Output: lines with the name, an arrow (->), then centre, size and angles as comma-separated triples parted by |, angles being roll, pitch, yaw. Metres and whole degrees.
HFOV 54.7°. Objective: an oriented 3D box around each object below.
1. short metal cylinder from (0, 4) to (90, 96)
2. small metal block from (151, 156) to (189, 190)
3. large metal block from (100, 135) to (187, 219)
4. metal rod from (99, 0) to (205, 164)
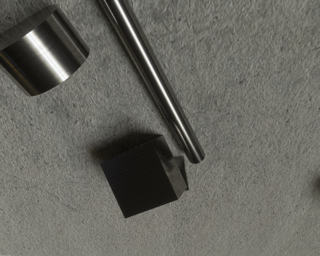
short metal cylinder -> -0.118, -0.077, 0.305 | 0.080, 0.080, 0.050 | -21, 127, 17
small metal block -> 0.015, 0.071, 0.468 | 0.050, 0.025, 0.050 | -8, 130, 6
large metal block -> -0.021, 0.065, 0.421 | 0.080, 0.050, 0.080 | -25, 89, 19
metal rod -> -0.009, -0.062, 0.353 | 0.025, 0.025, 0.299 | -19, 128, 15
